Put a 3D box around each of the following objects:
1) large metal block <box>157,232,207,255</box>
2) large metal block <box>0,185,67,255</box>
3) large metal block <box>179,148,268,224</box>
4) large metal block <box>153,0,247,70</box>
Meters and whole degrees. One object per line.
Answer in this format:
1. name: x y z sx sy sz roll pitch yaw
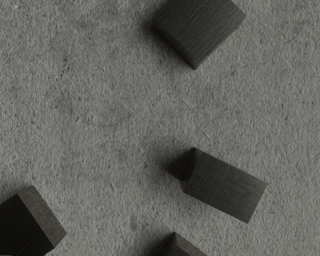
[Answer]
1. large metal block: 0.029 0.197 0.398 0.080 0.050 0.080 37 90 0
2. large metal block: -0.182 0.133 0.396 0.080 0.050 0.080 -34 90 0
3. large metal block: 0.073 0.066 0.383 0.080 0.080 0.050 26 90 0
4. large metal block: 0.048 -0.135 0.398 0.080 0.050 0.080 44 90 0
